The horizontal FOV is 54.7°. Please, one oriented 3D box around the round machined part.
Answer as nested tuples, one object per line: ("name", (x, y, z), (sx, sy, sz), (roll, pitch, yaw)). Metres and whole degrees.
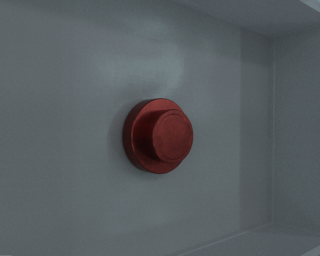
("round machined part", (0.005, 0.010, 0.397), (0.099, 0.042, 0.097), (0, 90, -40))
